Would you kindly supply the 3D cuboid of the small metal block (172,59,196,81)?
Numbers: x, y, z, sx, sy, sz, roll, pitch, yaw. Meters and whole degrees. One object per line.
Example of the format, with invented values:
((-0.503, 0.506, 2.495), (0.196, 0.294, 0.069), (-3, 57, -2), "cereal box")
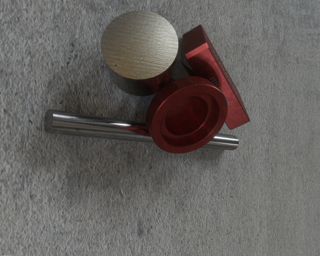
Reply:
((0.018, -0.062, 0.403), (0.050, 0.050, 0.025), (30, 72, -36), "small metal block")

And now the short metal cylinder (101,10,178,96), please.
((-0.021, -0.081, 0.346), (0.081, 0.050, 0.080), (0, 76, -1), "short metal cylinder")

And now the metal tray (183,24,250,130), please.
((0.078, -0.071, 0.435), (0.130, 0.030, 0.090), (53, 21, -27), "metal tray")

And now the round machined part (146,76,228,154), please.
((0.029, -0.019, 0.379), (0.099, 0.042, 0.097), (-13, 129, -16), "round machined part")

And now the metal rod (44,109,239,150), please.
((0.003, 0.009, 0.408), (0.302, 0.025, 0.025), (8, 85, -40), "metal rod")
